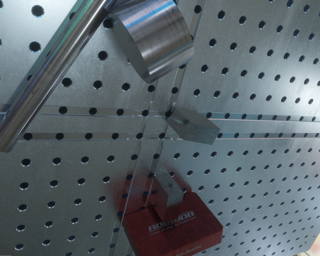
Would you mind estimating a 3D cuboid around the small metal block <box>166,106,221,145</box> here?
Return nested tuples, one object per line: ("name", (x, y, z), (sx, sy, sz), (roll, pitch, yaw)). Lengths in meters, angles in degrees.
("small metal block", (0.044, -0.004, 0.419), (0.050, 0.050, 0.025), (11, 113, -34))

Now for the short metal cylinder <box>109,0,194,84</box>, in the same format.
("short metal cylinder", (-0.009, -0.092, 0.315), (0.050, 0.080, 0.080), (-32, 129, -8))

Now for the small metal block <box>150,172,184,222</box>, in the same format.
("small metal block", (0.009, 0.103, 0.466), (0.025, 0.050, 0.050), (-5, 121, -26))

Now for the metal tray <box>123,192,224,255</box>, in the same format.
("metal tray", (0.019, 0.156, 0.478), (0.131, 0.090, 0.030), (-15, 125, -21))

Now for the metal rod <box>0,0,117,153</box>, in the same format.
("metal rod", (-0.079, -0.098, 0.308), (0.025, 0.025, 0.299), (31, 101, -39))
